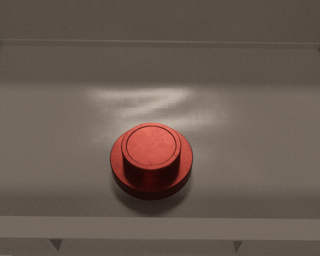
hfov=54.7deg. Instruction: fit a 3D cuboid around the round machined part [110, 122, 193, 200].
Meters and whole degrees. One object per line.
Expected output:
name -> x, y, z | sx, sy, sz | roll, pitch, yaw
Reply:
round machined part -> -0.010, 0.032, 0.367 | 0.099, 0.042, 0.098 | 0, 50, 0
